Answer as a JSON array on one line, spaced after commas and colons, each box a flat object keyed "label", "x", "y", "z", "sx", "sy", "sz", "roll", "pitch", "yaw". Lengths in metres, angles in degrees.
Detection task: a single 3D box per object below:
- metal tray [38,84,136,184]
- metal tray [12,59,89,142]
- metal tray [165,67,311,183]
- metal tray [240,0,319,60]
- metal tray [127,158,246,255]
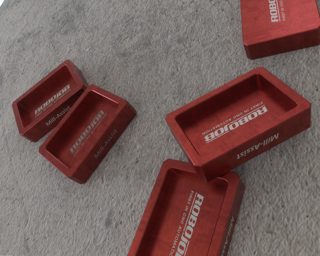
[{"label": "metal tray", "x": -0.107, "y": 0.005, "z": 0.453, "sx": 0.090, "sy": 0.030, "sz": 0.130, "roll": 27, "pitch": 76, "yaw": 37}, {"label": "metal tray", "x": -0.185, "y": -0.048, "z": 0.526, "sx": 0.130, "sy": 0.030, "sz": 0.090, "roll": -38, "pitch": 51, "yaw": 2}, {"label": "metal tray", "x": 0.082, "y": -0.008, "z": 0.340, "sx": 0.131, "sy": 0.030, "sz": 0.090, "roll": -28, "pitch": 43, "yaw": -2}, {"label": "metal tray", "x": 0.157, "y": -0.159, "z": 0.416, "sx": 0.090, "sy": 0.030, "sz": 0.130, "roll": -9, "pitch": 58, "yaw": 23}, {"label": "metal tray", "x": 0.027, "y": 0.103, "z": 0.323, "sx": 0.090, "sy": 0.030, "sz": 0.130, "roll": 9, "pitch": 66, "yaw": 32}]
